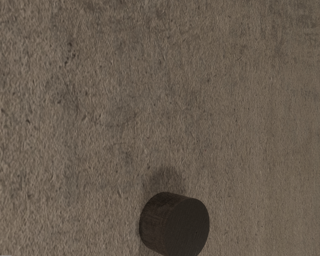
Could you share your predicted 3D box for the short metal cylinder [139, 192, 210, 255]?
[{"bbox_3d":[0.020,0.128,0.408,0.081,0.050,0.079,0,90,-40],"label":"short metal cylinder"}]
